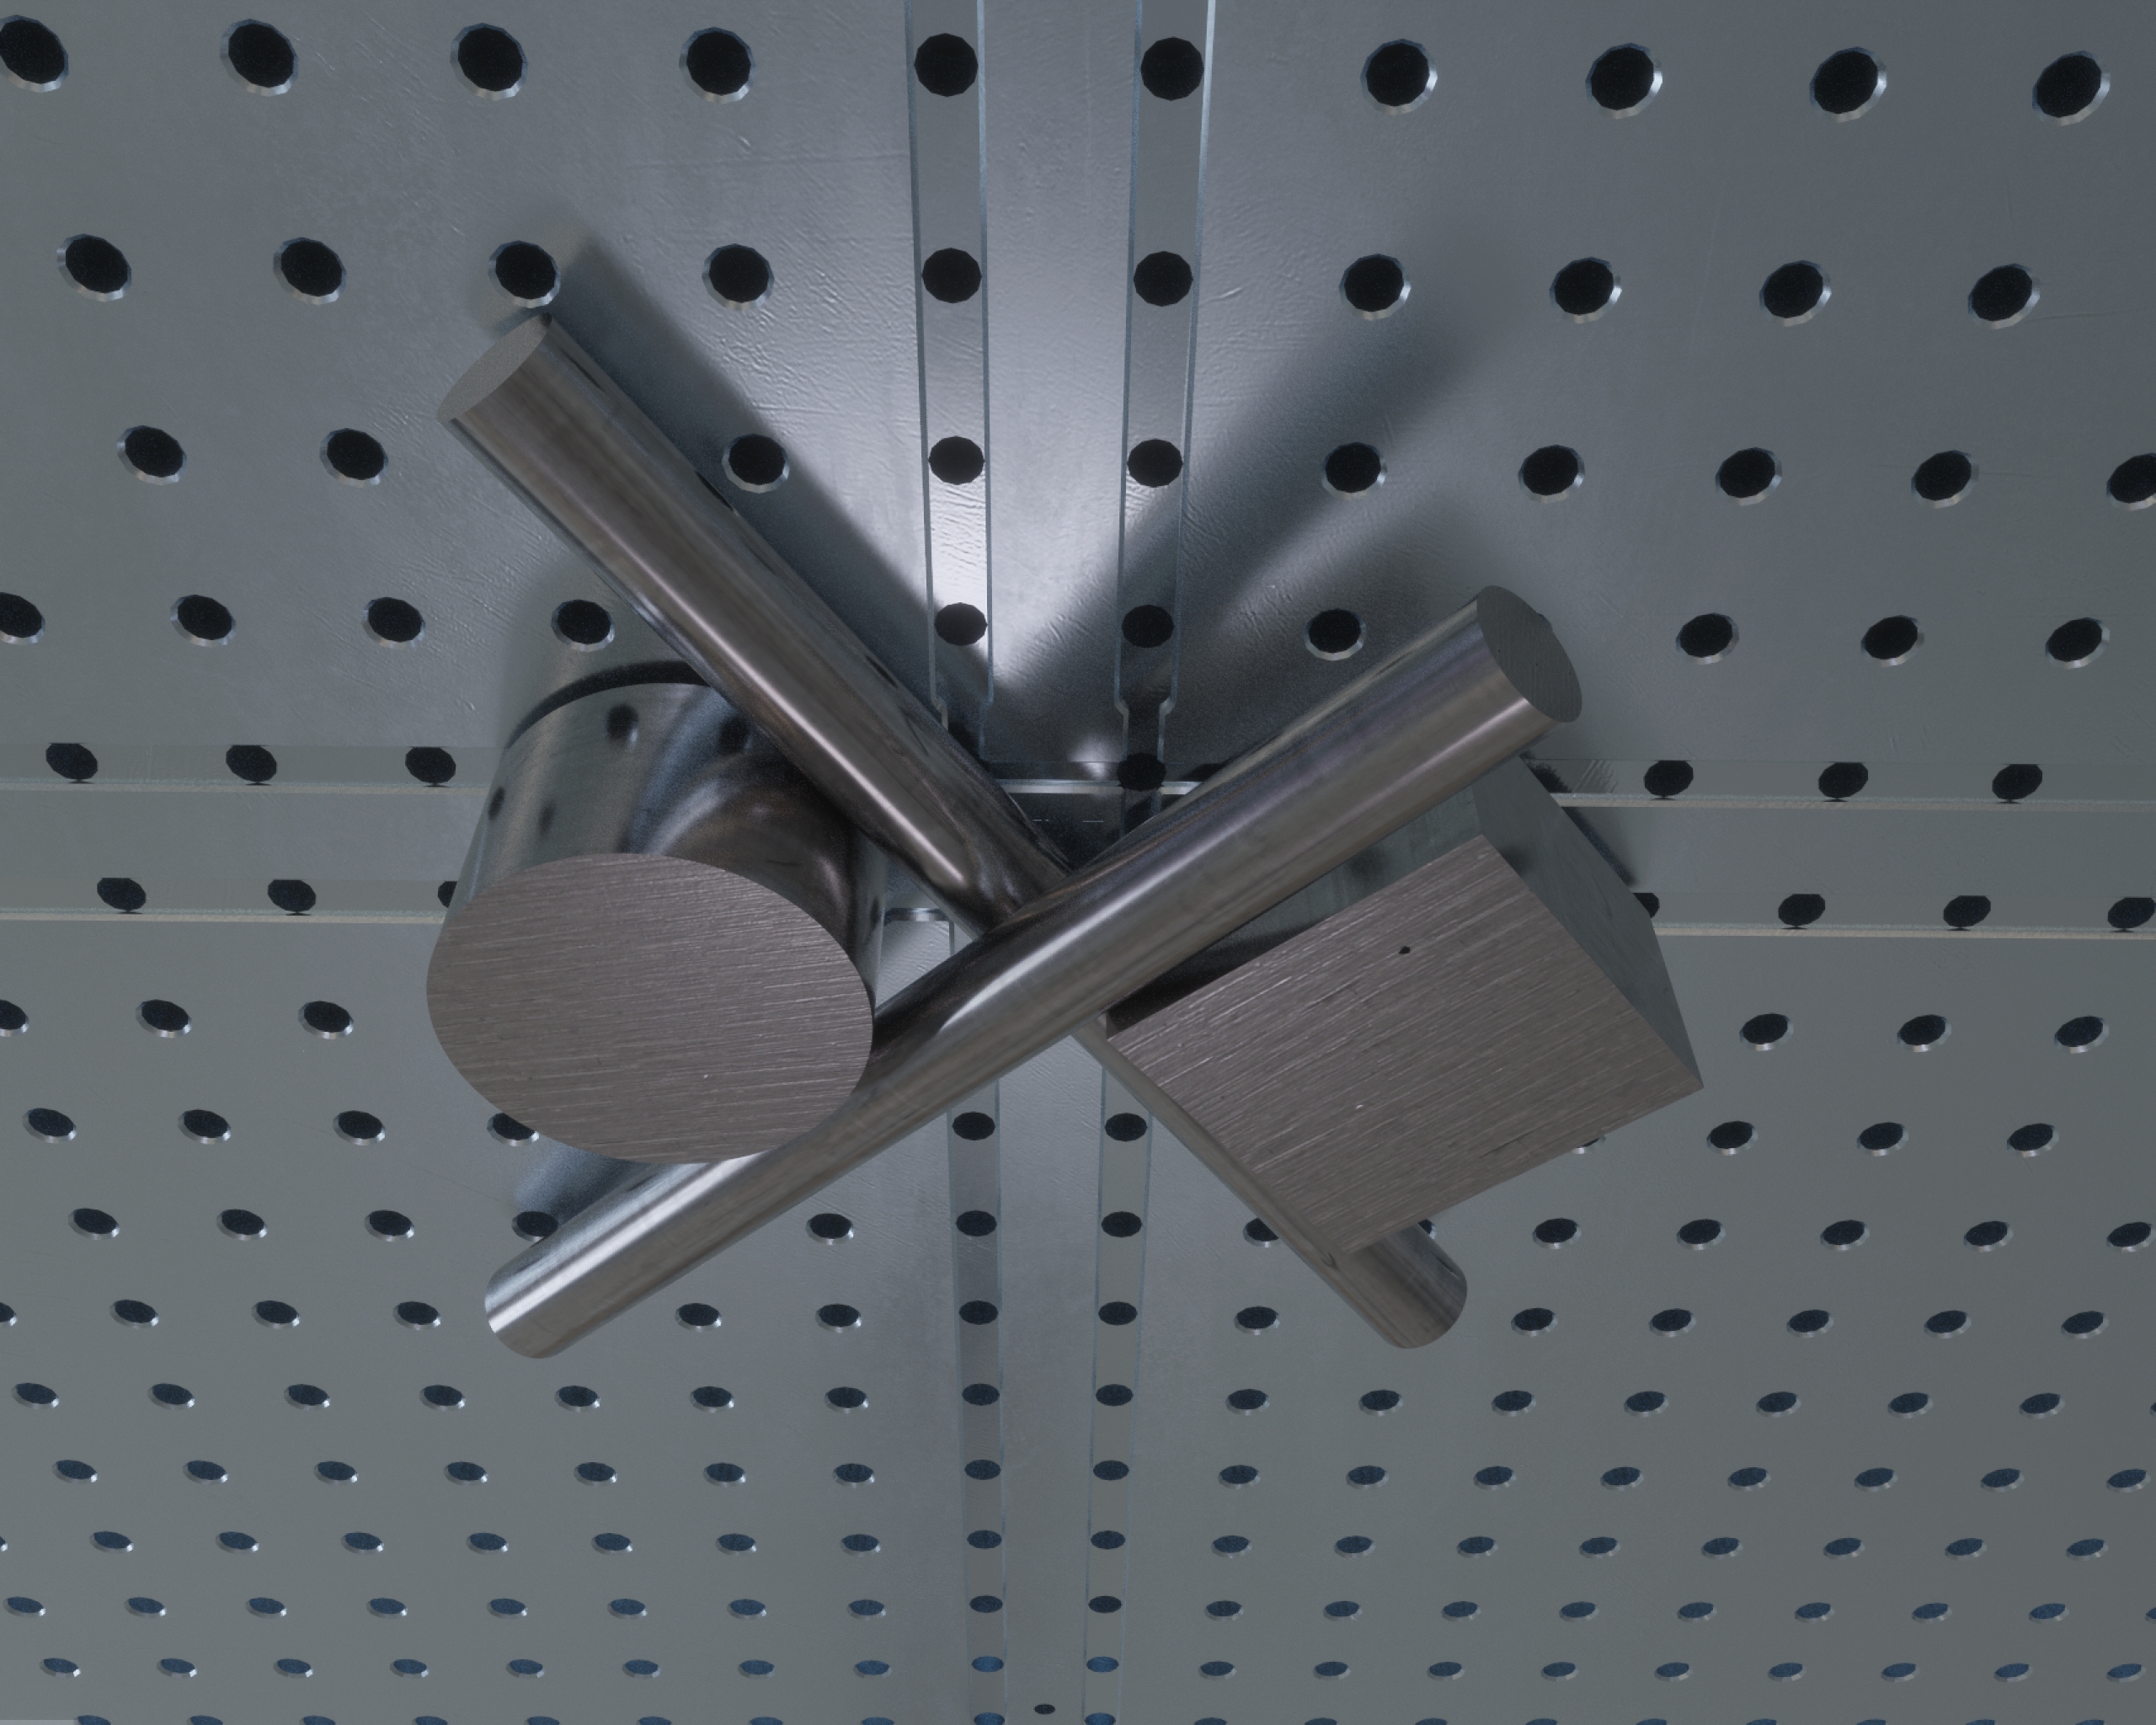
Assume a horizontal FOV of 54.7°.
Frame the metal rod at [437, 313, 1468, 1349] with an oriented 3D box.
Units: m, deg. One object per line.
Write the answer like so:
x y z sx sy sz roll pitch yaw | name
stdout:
-0.006 0.012 0.416 0.025 0.025 0.300 -29 125 22 | metal rod

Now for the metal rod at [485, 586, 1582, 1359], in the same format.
-0.030 0.037 0.410 0.025 0.025 0.299 35 130 -26 | metal rod

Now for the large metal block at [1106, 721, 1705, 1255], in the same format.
0.062 0.022 0.408 0.080 0.050 0.080 -31 124 23 | large metal block

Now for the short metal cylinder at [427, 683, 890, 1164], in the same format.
-0.078 0.013 0.400 0.081 0.050 0.079 0 130 0 | short metal cylinder
